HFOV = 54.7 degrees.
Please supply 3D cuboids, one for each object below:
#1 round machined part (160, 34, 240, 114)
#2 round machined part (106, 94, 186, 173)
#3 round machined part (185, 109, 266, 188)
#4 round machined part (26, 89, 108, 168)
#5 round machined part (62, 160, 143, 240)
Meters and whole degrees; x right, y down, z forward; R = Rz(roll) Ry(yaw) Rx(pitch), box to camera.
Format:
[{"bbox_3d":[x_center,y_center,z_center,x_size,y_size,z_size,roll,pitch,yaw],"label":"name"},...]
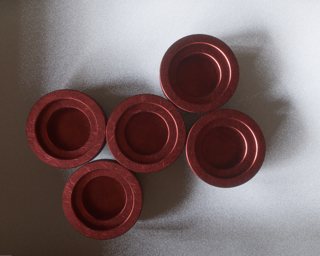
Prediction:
[{"bbox_3d":[0.049,-0.067,0.401,0.099,0.042,0.097,0,90,0],"label":"round machined part"},{"bbox_3d":[-0.017,0.007,0.399,0.099,0.042,0.097,0,90,0],"label":"round machined part"},{"bbox_3d":[0.081,0.025,0.401,0.099,0.042,0.097,0,90,0],"label":"round machined part"},{"bbox_3d":[-0.115,0.001,0.400,0.099,0.042,0.097,0,90,0],"label":"round machined part"},{"bbox_3d":[-0.070,0.088,0.399,0.099,0.042,0.097,0,90,0],"label":"round machined part"}]
